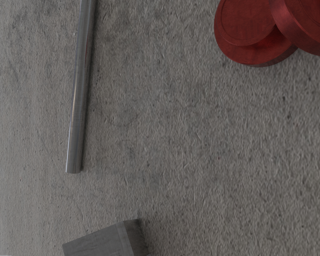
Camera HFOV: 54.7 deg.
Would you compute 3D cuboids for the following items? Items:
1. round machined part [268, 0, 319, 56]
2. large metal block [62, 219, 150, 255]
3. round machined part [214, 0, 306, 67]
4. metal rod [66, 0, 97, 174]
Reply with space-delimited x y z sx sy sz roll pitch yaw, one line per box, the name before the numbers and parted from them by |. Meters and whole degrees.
round machined part | 0.136 -0.107 0.259 0.042 0.099 0.097 152 113 -79
large metal block | -0.067 0.159 0.404 0.080 0.080 0.050 -22 73 3
round machined part | 0.097 -0.113 0.314 0.098 0.042 0.097 0 90 40
metal rod | -0.131 -0.073 0.512 0.025 0.025 0.298 11 97 39
